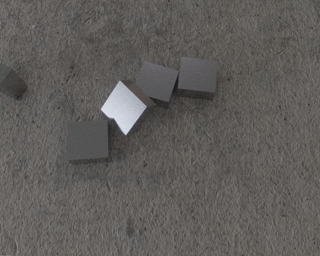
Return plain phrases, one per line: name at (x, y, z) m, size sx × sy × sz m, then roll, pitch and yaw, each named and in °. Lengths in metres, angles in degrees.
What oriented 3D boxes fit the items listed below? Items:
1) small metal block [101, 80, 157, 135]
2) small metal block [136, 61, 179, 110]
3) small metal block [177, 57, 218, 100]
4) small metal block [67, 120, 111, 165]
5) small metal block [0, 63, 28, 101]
small metal block at (-0.041, -0.027, 0.404) m, size 0.050 × 0.025 × 0.050 m, roll 45°, pitch 116°, yaw 14°
small metal block at (-0.005, -0.059, 0.429) m, size 0.050 × 0.025 × 0.050 m, roll 16°, pitch 71°, yaw 6°
small metal block at (0.052, -0.069, 0.434) m, size 0.050 × 0.025 × 0.050 m, roll 7°, pitch 70°, yaw 2°
small metal block at (-0.091, 0.019, 0.400) m, size 0.050 × 0.025 × 0.050 m, roll -4°, pitch 70°, yaw -2°
small metal block at (-0.216, -0.068, 0.418) m, size 0.050 × 0.050 × 0.025 m, roll 25°, pitch 72°, yaw 9°
